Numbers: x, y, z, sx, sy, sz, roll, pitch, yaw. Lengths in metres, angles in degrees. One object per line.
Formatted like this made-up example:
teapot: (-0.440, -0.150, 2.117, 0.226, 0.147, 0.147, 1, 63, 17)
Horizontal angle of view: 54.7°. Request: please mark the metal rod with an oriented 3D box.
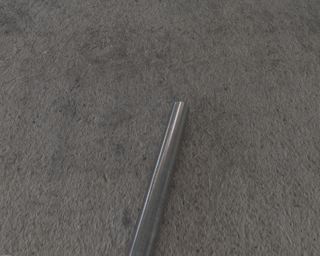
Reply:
metal rod: (-0.007, 0.084, 0.332, 0.025, 0.025, 0.300, 11, 51, 9)
